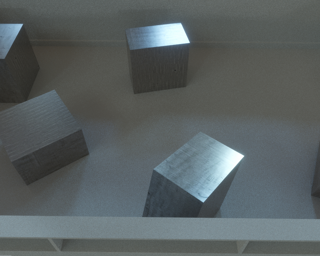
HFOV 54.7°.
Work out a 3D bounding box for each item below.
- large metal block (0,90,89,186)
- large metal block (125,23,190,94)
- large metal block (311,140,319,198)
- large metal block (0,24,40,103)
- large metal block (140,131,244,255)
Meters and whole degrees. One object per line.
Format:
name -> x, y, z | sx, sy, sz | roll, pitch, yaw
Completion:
large metal block -> -0.146, 0.009, 0.380 | 0.081, 0.050, 0.080 | -28, 55, -21
large metal block -> -0.005, -0.101, 0.454 | 0.081, 0.080, 0.050 | -9, 51, -8
large metal block -> 0.224, 0.044, 0.343 | 0.080, 0.050, 0.080 | 17, 64, 14
large metal block -> -0.220, -0.092, 0.445 | 0.050, 0.080, 0.080 | 0, 50, 0
large metal block -> 0.031, 0.062, 0.304 | 0.050, 0.079, 0.081 | 31, 40, 23
